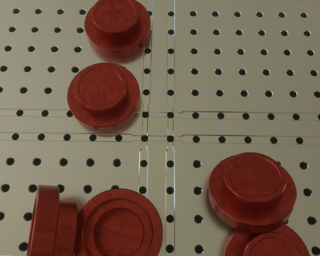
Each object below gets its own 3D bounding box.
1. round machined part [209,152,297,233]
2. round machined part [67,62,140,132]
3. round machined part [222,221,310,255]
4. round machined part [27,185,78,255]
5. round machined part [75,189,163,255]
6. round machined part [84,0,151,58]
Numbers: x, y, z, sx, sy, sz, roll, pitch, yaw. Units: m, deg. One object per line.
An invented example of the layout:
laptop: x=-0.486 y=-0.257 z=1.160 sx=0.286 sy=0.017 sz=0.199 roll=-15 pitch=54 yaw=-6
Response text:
round machined part: x=0.107 y=0.067 z=0.360 sx=0.098 sy=0.042 sz=0.098 roll=-3 pitch=45 yaw=3
round machined part: x=-0.077 y=-0.047 z=0.420 sx=0.099 sy=0.042 sz=0.098 roll=0 pitch=70 yaw=0
round machined part: x=0.122 y=0.153 z=0.348 sx=0.099 sy=0.042 sz=0.098 roll=0 pitch=70 yaw=0
round machined part: x=-0.117 y=0.112 z=0.336 sx=0.042 sy=0.098 sz=0.098 roll=9 pitch=68 yaw=-22
round machined part: x=-0.046 y=0.122 z=0.358 sx=0.099 sy=0.042 sz=0.098 roll=0 pitch=70 yaw=-1
round machined part: x=-0.063 y=-0.158 z=0.460 sx=0.099 sy=0.042 sz=0.098 roll=0 pitch=70 yaw=0
